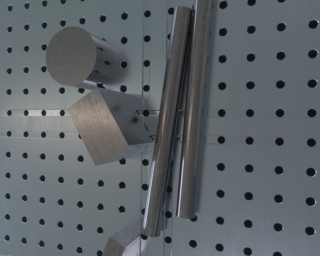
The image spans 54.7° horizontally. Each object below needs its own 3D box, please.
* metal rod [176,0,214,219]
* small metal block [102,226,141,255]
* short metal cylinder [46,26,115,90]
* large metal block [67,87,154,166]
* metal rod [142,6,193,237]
[{"bbox_3d":[0.045,-0.035,0.396,0.025,0.025,0.298,5,92,20],"label":"metal rod"},{"bbox_3d":[-0.055,0.168,0.419,0.025,0.050,0.050,24,98,18],"label":"small metal block"},{"bbox_3d":[-0.112,-0.096,0.439,0.080,0.050,0.079,0,90,19],"label":"short metal cylinder"},{"bbox_3d":[-0.062,-0.002,0.405,0.050,0.080,0.080,-32,80,17],"label":"large metal block"},{"bbox_3d":[0.009,-0.006,0.409,0.025,0.025,0.298,9,93,19],"label":"metal rod"}]
